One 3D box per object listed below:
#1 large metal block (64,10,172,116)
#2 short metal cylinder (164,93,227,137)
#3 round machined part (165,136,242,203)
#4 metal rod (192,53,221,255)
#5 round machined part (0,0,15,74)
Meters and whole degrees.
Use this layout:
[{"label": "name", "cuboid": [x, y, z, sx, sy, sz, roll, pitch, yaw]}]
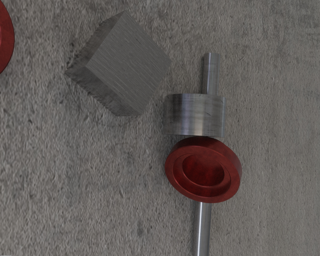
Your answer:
[{"label": "large metal block", "cuboid": [-0.044, -0.069, 0.351, 0.080, 0.050, 0.080, 42, 65, -32]}, {"label": "short metal cylinder", "cuboid": [0.046, -0.014, 0.407, 0.081, 0.080, 0.050, 5, 87, -40]}, {"label": "round machined part", "cuboid": [0.059, 0.050, 0.412, 0.098, 0.098, 0.042, 61, 35, -23]}, {"label": "metal rod", "cuboid": [0.069, 0.038, 0.462, 0.025, 0.025, 0.298, 6, 86, -40]}, {"label": "round machined part", "cuboid": [-0.175, -0.076, 0.247, 0.099, 0.042, 0.097, 0, 90, -40]}]
